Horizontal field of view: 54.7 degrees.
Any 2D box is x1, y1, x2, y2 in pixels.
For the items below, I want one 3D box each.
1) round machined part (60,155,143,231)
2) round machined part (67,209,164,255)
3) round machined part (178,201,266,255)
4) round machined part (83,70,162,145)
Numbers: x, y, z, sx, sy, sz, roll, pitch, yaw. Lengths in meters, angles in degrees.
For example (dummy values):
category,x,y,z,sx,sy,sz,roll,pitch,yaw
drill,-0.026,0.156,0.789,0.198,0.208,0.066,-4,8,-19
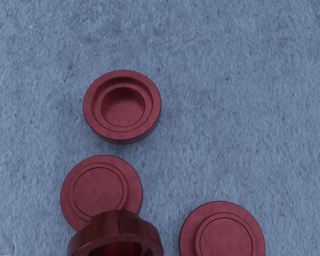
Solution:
category,x,y,z,sx,sy,sz,roll,pitch,yaw
round machined part,-0.070,0.079,0.369,0.099,0.042,0.098,0,70,-1
round machined part,-0.048,0.125,0.331,0.099,0.097,0.042,-13,39,-5
round machined part,0.071,0.132,0.352,0.099,0.042,0.098,0,70,-1
round machined part,-0.047,-0.024,0.407,0.099,0.042,0.098,0,70,-1
